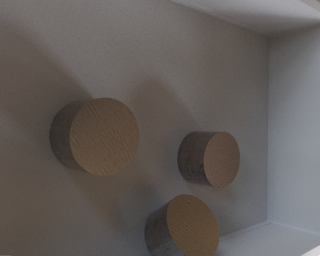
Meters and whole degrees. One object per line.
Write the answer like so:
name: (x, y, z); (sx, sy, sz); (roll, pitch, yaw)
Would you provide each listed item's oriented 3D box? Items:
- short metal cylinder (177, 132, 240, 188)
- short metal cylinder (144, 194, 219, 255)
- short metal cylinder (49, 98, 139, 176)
short metal cylinder: (0.072, 0.045, 0.453); (0.081, 0.050, 0.079); (0, 90, -40)
short metal cylinder: (0.028, 0.132, 0.393); (0.080, 0.050, 0.080); (23, 44, -24)
short metal cylinder: (-0.070, 0.009, 0.333); (0.081, 0.050, 0.079); (0, 90, -40)
